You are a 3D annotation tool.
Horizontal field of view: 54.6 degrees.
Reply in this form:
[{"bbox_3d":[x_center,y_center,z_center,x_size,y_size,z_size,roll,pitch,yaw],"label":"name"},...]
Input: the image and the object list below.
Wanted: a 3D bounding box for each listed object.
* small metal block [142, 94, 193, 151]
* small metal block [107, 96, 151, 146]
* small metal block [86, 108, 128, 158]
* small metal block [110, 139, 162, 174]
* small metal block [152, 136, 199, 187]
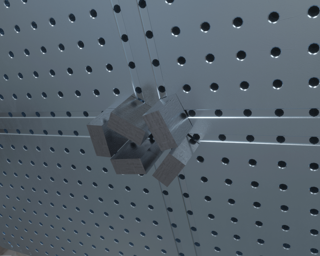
[{"bbox_3d":[0.011,-0.008,0.384,0.025,0.050,0.050,-17,109,35],"label":"small metal block"},{"bbox_3d":[-0.032,-0.011,0.406,0.050,0.050,0.025,29,129,9],"label":"small metal block"},{"bbox_3d":[-0.072,0.006,0.437,0.025,0.050,0.050,4,121,27],"label":"small metal block"},{"bbox_3d":[-0.033,0.040,0.437,0.050,0.050,0.025,-5,116,30],"label":"small metal block"},{"bbox_3d":[0.021,0.042,0.410,0.025,0.050,0.050,37,129,5],"label":"small metal block"}]
